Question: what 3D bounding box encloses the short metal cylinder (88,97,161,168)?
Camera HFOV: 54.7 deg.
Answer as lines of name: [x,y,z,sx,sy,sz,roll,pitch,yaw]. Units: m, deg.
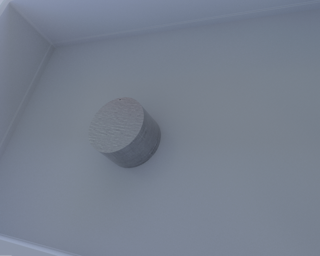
short metal cylinder: [-0.046,0.006,0.408,0.080,0.050,0.080,-13,56,20]
